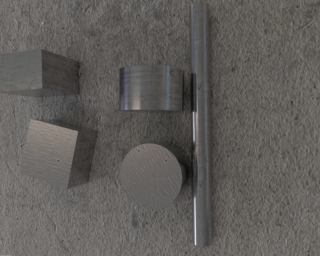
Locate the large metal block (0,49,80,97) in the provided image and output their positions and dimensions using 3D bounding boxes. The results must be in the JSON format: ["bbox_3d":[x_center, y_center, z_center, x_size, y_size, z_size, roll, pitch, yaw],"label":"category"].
[{"bbox_3d":[-0.173,-0.074,0.441,0.080,0.080,0.050,-2,90,20],"label":"large metal block"}]

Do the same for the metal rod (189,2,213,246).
[{"bbox_3d":[0.051,-0.005,0.390,0.025,0.025,0.298,-1,90,20],"label":"metal rod"}]

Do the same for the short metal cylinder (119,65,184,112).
[{"bbox_3d":[-0.010,-0.046,0.383,0.080,0.080,0.050,1,91,20],"label":"short metal cylinder"}]

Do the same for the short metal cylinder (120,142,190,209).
[{"bbox_3d":[-0.003,0.058,0.397,0.080,0.050,0.080,0,90,20],"label":"short metal cylinder"}]

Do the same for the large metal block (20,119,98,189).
[{"bbox_3d":[-0.144,0.034,0.447,0.080,0.050,0.080,13,95,19],"label":"large metal block"}]
